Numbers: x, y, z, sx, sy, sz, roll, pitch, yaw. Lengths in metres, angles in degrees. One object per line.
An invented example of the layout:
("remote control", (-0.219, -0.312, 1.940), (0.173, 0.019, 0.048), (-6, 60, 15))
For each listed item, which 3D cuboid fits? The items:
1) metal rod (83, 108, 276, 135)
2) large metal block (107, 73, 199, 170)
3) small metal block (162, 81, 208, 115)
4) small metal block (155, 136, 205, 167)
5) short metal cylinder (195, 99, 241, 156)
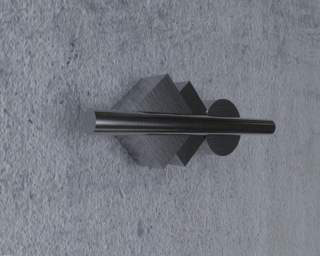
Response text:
("metal rod", (0.051, -0.003, 0.381), (0.302, 0.025, 0.025), (1, 90, -40))
("large metal block", (-0.009, -0.008, 0.380), (0.080, 0.050, 0.080), (-50, 119, -28))
("small metal block", (0.027, -0.033, 0.413), (0.025, 0.050, 0.050), (-50, 120, -28))
("small metal block", (0.023, 0.022, 0.410), (0.050, 0.050, 0.025), (-50, 120, -28))
("short metal cylinder", (0.073, -0.001, 0.450), (0.081, 0.050, 0.080), (0, 90, -40))
